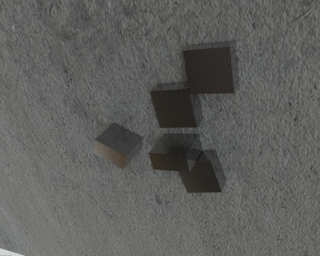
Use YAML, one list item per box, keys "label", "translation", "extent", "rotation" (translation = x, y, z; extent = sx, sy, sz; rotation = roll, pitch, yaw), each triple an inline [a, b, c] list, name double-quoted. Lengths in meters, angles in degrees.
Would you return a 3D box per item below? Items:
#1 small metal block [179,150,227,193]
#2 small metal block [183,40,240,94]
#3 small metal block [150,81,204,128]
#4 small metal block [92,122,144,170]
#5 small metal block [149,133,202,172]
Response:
- label: "small metal block"
  translation: [0.055, 0.059, 0.414]
  extent: [0.050, 0.025, 0.050]
  rotation: [-9, 114, 32]
- label: "small metal block"
  translation: [0.057, -0.065, 0.337]
  extent: [0.050, 0.025, 0.050]
  rotation: [2, 120, 27]
- label: "small metal block"
  translation: [0.021, -0.028, 0.378]
  extent: [0.050, 0.025, 0.050]
  rotation: [-1, 118, 28]
- label: "small metal block"
  translation: [-0.058, 0.024, 0.436]
  extent: [0.050, 0.050, 0.025]
  rotation: [27, 128, 11]
- label: "small metal block"
  translation: [0.021, 0.030, 0.398]
  extent: [0.050, 0.050, 0.025]
  rotation: [1, 119, 28]
